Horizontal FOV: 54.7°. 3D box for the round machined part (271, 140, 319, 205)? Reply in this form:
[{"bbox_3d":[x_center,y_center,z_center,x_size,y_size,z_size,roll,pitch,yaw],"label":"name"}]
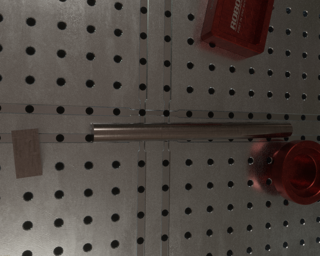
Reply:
[{"bbox_3d":[0.216,0.067,0.486,0.099,0.042,0.097,0,90,-21],"label":"round machined part"}]

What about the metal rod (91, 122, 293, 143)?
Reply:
[{"bbox_3d":[0.059,0.004,0.435,0.303,0.025,0.025,-1,91,-21],"label":"metal rod"}]

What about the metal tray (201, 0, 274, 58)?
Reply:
[{"bbox_3d":[0.119,-0.180,0.455,0.091,0.030,0.129,14,85,-20],"label":"metal tray"}]

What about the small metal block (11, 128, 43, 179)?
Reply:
[{"bbox_3d":[-0.147,0.026,0.345,0.025,0.050,0.050,-6,92,-20],"label":"small metal block"}]
